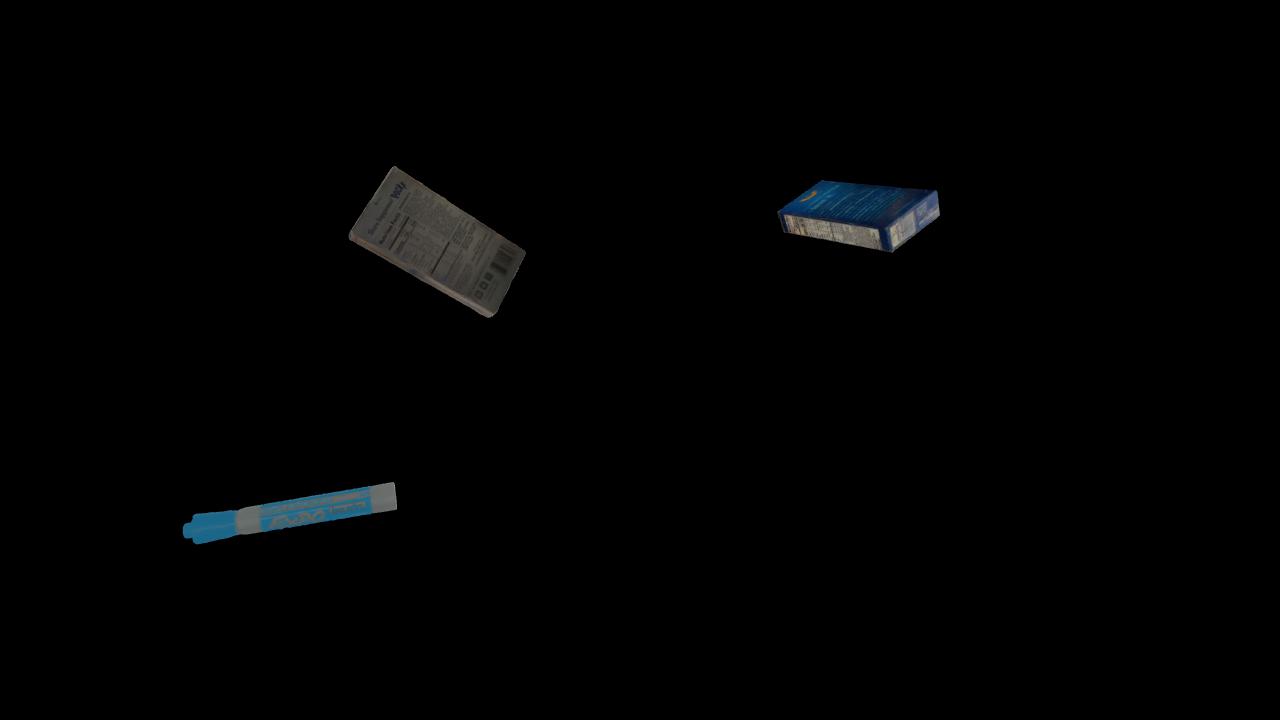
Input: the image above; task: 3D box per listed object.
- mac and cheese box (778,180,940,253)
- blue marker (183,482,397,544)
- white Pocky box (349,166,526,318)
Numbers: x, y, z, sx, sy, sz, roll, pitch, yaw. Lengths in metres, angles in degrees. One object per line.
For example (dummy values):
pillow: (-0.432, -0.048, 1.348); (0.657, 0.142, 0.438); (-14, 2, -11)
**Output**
mac and cheese box: (0.279, -0.192, 0.804); (0.093, 0.041, 0.184); (-37, 33, -15)
blue marker: (-0.223, 0.099, 0.398); (0.121, 0.020, 0.020); (-6, 2, -21)
white Pocky box: (-0.199, -0.116, 0.621); (0.154, 0.084, 0.028); (32, -23, -24)
